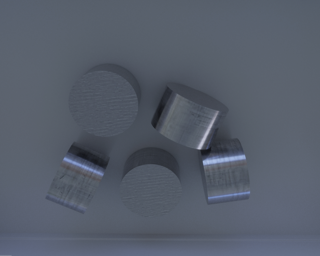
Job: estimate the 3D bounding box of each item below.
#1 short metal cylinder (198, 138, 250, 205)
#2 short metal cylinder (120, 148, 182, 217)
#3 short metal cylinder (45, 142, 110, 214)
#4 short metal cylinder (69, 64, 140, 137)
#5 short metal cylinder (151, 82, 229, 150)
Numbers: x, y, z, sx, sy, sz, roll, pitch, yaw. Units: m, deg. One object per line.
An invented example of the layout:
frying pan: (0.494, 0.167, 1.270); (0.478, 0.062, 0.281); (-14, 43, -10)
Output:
short metal cylinder: (0.080, 0.056, 0.402); (0.050, 0.080, 0.079); (-8, 110, 3)
short metal cylinder: (-0.012, 0.074, 0.423); (0.081, 0.050, 0.079); (0, 110, -1)
short metal cylinder: (-0.105, 0.064, 0.402); (0.050, 0.080, 0.080); (26, 108, -10)
short metal cylinder: (-0.066, -0.035, 0.382); (0.081, 0.050, 0.079); (0, 110, -1)
short metal cylinder: (0.036, -0.016, 0.376); (0.080, 0.080, 0.050); (20, 109, -8)
